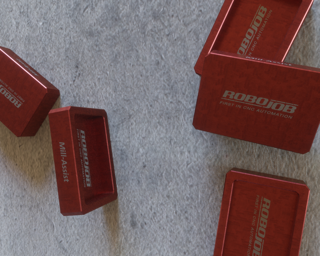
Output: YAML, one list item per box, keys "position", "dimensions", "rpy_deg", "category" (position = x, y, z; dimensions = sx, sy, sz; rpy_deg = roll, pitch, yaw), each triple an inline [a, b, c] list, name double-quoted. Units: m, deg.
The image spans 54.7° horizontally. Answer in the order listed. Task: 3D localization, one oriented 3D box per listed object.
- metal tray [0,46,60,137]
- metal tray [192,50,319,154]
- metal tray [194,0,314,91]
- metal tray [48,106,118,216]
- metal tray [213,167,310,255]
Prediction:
- position: [-0.230, -0.058, 0.485]
  dimensions: [0.130, 0.030, 0.090]
  rpy_deg: [38, 102, 15]
  category: "metal tray"
- position: [0.109, -0.030, 0.346]
  dimensions: [0.131, 0.030, 0.089]
  rpy_deg: [13, 113, 12]
  category: "metal tray"
- position: [0.109, -0.107, 0.367]
  dimensions: [0.090, 0.030, 0.129]
  rpy_deg: [27, 99, 17]
  category: "metal tray"
- position: [-0.098, 0.039, 0.407]
  dimensions: [0.030, 0.090, 0.129]
  rpy_deg: [-9, 87, 20]
  category: "metal tray"
- position: [0.116, 0.119, 0.365]
  dimensions: [0.090, 0.030, 0.129]
  rpy_deg: [9, 93, 19]
  category: "metal tray"
